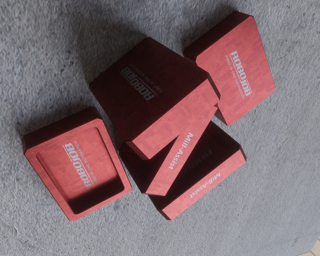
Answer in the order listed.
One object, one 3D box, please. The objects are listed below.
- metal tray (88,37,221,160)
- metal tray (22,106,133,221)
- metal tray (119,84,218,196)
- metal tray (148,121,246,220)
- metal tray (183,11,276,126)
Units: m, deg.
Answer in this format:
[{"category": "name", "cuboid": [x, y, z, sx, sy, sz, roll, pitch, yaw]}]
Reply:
[{"category": "metal tray", "cuboid": [-0.013, -0.038, 0.311, 0.090, 0.130, 0.030, -40, 130, -2]}, {"category": "metal tray", "cuboid": [-0.096, 0.048, 0.383, 0.091, 0.030, 0.129, -26, 128, -13]}, {"category": "metal tray", "cuboid": [0.004, 0.004, 0.372, 0.030, 0.090, 0.129, 18, 109, -36]}, {"category": "metal tray", "cuboid": [0.037, 0.050, 0.419, 0.130, 0.090, 0.030, -37, 130, -4]}, {"category": "metal tray", "cuboid": [0.097, -0.075, 0.414, 0.090, 0.030, 0.130, -38, 130, -3]}]
